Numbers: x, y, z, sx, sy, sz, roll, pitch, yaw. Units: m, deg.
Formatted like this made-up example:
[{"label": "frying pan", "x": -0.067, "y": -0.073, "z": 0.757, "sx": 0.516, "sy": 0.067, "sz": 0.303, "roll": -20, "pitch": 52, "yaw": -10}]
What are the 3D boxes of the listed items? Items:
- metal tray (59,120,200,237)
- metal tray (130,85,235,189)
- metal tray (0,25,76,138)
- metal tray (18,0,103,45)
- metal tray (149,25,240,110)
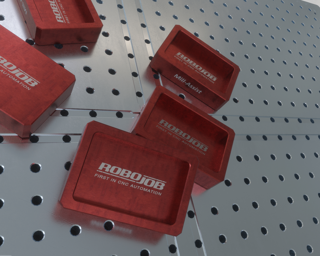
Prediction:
[{"label": "metal tray", "x": -0.030, "y": 0.055, "z": 0.334, "sx": 0.131, "sy": 0.030, "sz": 0.090, "roll": 20, "pitch": 76, "yaw": -17}, {"label": "metal tray", "x": 0.032, "y": 0.011, "z": 0.414, "sx": 0.130, "sy": 0.030, "sz": 0.090, "roll": 31, "pitch": 52, "yaw": -9}, {"label": "metal tray", "x": -0.175, "y": -0.060, "z": 0.347, "sx": 0.130, "sy": 0.030, "sz": 0.090, "roll": 35, "pitch": 51, "yaw": -5}, {"label": "metal tray", "x": -0.146, "y": -0.178, "z": 0.434, "sx": 0.091, "sy": 0.030, "sz": 0.130, "roll": -15, "pitch": 69, "yaw": -34}, {"label": "metal tray", "x": 0.059, "y": -0.098, "z": 0.495, "sx": 0.130, "sy": 0.030, "sz": 0.090, "roll": 33, "pitch": 51, "yaw": -7}]
